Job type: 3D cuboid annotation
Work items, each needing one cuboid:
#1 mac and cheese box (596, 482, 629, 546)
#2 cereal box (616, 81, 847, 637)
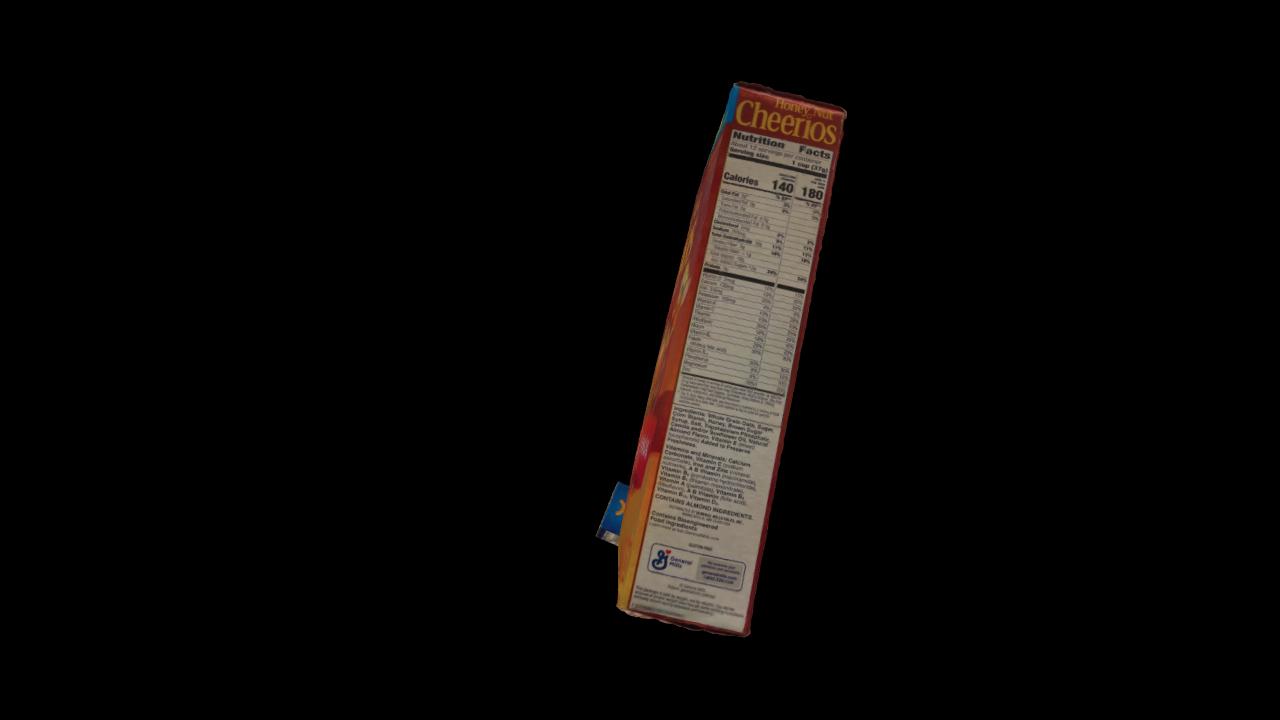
[{"bbox_3d":[0.031,0.274,0.980,0.184,0.041,0.093,24,45,0],"label":"mac and cheese box"},{"bbox_3d":[0.052,0.004,0.431,0.081,0.306,0.203,12,-8,0],"label":"cereal box"}]
